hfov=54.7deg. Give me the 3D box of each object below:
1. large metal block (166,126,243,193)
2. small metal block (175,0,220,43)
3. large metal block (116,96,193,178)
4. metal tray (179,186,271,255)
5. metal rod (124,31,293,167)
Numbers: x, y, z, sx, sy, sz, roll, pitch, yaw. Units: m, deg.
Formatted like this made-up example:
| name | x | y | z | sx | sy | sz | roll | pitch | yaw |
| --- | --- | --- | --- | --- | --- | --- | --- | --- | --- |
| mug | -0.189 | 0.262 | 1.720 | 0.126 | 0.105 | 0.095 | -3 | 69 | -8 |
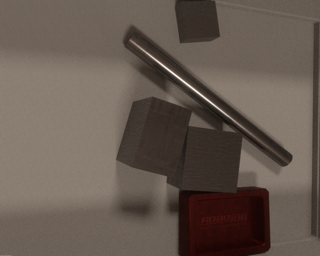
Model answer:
| name | x | y | z | sx | sy | sz | roll | pitch | yaw |
| --- | --- | --- | --- | --- | --- | --- | --- | --- | --- |
| large metal block | 0.060 | 0.042 | 0.421 | 0.081 | 0.050 | 0.080 | 8 | 88 | -20 |
| small metal block | 0.052 | -0.147 | 0.431 | 0.050 | 0.025 | 0.050 | -10 | 94 | -20 |
| large metal block | -0.010 | 0.011 | 0.379 | 0.050 | 0.080 | 0.080 | 18 | 84 | -20 |
| metal tray | 0.094 | 0.133 | 0.441 | 0.131 | 0.030 | 0.089 | 1 | 86 | -21 |
| metal rod | 0.079 | -0.032 | 0.441 | 0.301 | 0.025 | 0.025 | 35 | 79 | -17 |
